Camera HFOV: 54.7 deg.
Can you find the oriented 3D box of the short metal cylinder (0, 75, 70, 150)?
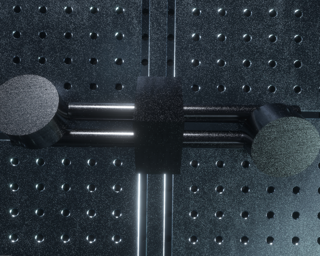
[{"bbox_3d":[-0.159,-0.019,0.385,0.081,0.050,0.080,0,67,-1],"label":"short metal cylinder"}]

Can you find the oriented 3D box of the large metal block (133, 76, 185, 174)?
[{"bbox_3d":[-0.001,-0.004,0.356,0.050,0.080,0.079,1,132,0],"label":"large metal block"}]

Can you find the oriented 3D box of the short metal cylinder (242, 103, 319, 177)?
[{"bbox_3d":[0.148,0.014,0.389,0.081,0.050,0.079,0,112,0],"label":"short metal cylinder"}]

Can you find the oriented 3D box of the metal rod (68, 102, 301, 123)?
[{"bbox_3d":[0.032,-0.020,0.413,0.302,0.025,0.025,1,90,0],"label":"metal rod"}]

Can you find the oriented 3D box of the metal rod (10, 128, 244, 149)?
[{"bbox_3d":[-0.042,0.014,0.412,0.302,0.025,0.025,1,90,0],"label":"metal rod"}]
